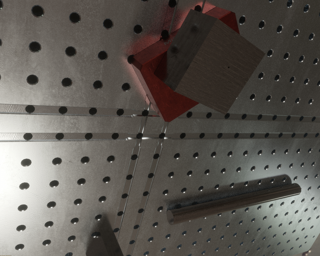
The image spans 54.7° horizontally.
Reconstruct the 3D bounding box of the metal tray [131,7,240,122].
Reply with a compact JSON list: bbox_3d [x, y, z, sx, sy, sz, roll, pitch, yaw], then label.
[{"bbox_3d":[0.041,-0.077,0.384,0.131,0.030,0.090,-33,129,-7],"label":"metal tray"}]

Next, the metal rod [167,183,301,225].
[{"bbox_3d":[0.152,0.138,0.582,0.303,0.025,0.025,-4,121,-27],"label":"metal rod"}]

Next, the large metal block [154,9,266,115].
[{"bbox_3d":[0.054,-0.071,0.343,0.080,0.050,0.080,20,108,-36],"label":"large metal block"}]

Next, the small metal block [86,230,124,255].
[{"bbox_3d":[-0.085,0.193,0.469,0.025,0.050,0.050,18,109,-36],"label":"small metal block"}]
